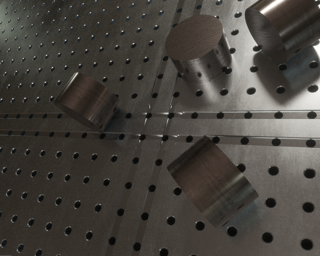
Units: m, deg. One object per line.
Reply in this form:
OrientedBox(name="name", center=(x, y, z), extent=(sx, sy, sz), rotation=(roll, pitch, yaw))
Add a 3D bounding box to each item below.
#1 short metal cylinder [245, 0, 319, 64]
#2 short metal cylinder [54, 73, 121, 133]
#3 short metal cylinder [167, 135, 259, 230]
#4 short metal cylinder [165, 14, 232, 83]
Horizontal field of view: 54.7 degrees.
OrientedBox(name="short metal cylinder", center=(0.147, -0.124, 0.372), extent=(0.050, 0.080, 0.080), rotation=(-35, 52, 5))
OrientedBox(name="short metal cylinder", center=(-0.104, -0.035, 0.447), extent=(0.080, 0.080, 0.050), rotation=(21, 73, 35))
OrientedBox(name="short metal cylinder", center=(0.052, 0.054, 0.312), extent=(0.050, 0.080, 0.080), rotation=(-40, 51, 1))
OrientedBox(name="short metal cylinder", center=(0.054, -0.109, 0.430), extent=(0.080, 0.050, 0.080), rotation=(-13, 57, 20))
